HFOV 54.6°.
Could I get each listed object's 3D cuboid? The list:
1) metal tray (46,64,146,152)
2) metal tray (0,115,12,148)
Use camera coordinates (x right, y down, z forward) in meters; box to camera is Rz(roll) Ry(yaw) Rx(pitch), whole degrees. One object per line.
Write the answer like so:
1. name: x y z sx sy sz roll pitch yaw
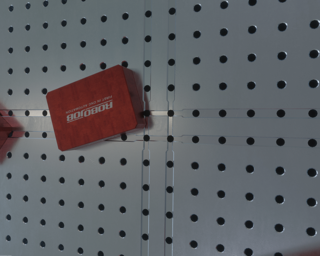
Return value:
1. metal tray: -0.094 -0.026 0.444 0.130 0.030 0.090 -17 84 19
2. metal tray: -0.322 -0.006 0.525 0.130 0.030 0.090 42 103 15
